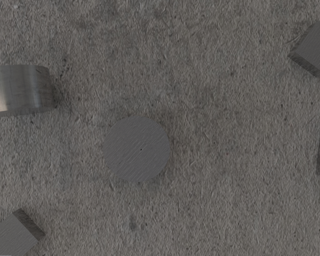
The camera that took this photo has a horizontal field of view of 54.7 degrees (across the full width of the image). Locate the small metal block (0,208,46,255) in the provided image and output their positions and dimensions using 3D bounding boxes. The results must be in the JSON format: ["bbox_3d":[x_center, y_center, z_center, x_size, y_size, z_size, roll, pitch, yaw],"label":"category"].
[{"bbox_3d":[-0.191,0.144,0.408,0.050,0.025,0.050,-43,90,0],"label":"small metal block"}]

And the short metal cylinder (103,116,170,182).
[{"bbox_3d":[-0.028,0.025,0.397,0.081,0.050,0.080,0,90,0],"label":"short metal cylinder"}]

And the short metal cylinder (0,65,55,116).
[{"bbox_3d":[-0.175,-0.044,0.381,0.080,0.080,0.050,-8,90,0],"label":"short metal cylinder"}]

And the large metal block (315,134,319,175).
[{"bbox_3d":[0.258,0.028,0.400,0.080,0.050,0.080,6,90,0],"label":"large metal block"}]

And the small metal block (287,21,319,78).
[{"bbox_3d":[0.209,-0.104,0.412,0.050,0.025,0.050,36,90,0],"label":"small metal block"}]
